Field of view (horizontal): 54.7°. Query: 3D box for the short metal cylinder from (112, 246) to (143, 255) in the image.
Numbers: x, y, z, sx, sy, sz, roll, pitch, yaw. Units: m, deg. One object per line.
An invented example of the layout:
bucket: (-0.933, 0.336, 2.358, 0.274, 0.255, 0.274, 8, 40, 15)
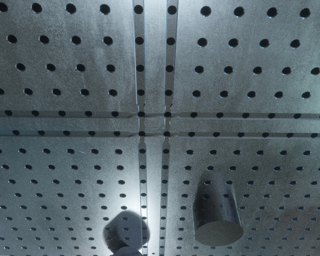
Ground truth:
short metal cylinder: (-0.071, 0.287, 0.619, 0.080, 0.080, 0.050, 28, 125, -22)

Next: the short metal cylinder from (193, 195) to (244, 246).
short metal cylinder: (0.098, 0.160, 0.534, 0.081, 0.050, 0.079, -1, 130, 0)
